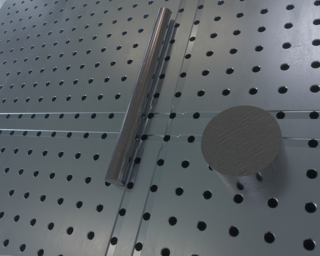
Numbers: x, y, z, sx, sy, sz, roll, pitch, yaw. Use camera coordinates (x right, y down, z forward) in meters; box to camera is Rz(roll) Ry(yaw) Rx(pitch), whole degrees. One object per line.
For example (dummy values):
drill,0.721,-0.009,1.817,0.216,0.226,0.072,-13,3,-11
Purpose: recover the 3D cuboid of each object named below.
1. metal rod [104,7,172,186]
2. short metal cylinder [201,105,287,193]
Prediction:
metal rod,-0.025,-0.062,0.459,0.025,0.025,0.300,0,61,28
short metal cylinder,0.090,0.023,0.331,0.080,0.050,0.080,-13,56,21
